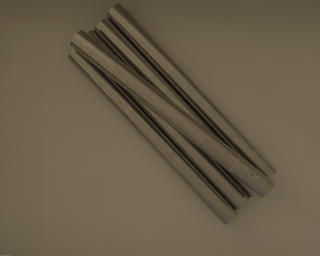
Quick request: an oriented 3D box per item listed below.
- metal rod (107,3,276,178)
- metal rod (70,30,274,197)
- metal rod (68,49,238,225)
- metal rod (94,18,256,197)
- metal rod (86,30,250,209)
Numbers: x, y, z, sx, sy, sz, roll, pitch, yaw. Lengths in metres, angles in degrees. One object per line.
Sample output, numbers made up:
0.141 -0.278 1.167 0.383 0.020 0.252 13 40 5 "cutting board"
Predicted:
0.042 -0.046 0.410 0.025 0.025 0.300 -43 90 0 "metal rod"
0.015 -0.017 0.384 0.300 0.025 0.025 39 90 0 "metal rod"
-0.009 0.009 0.410 0.025 0.025 0.300 -43 90 0 "metal rod"
0.025 -0.026 0.410 0.025 0.025 0.300 -43 90 0 "metal rod"
0.006 -0.011 0.410 0.025 0.025 0.300 -43 90 0 "metal rod"
